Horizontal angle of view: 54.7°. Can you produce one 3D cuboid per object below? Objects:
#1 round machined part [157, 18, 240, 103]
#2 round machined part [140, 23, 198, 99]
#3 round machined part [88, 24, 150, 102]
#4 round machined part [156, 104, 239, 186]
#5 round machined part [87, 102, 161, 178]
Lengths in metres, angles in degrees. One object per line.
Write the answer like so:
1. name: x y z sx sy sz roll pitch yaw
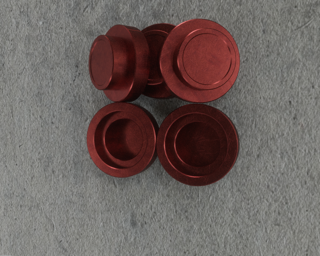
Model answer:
1. round machined part: 0.048 -0.078 0.360 0.099 0.042 0.097 -1 96 -12
2. round machined part: -0.002 -0.087 0.400 0.098 0.042 0.097 0 90 19
3. round machined part: -0.058 -0.082 0.395 0.098 0.042 0.097 7 99 52
4. round machined part: 0.048 0.020 0.383 0.098 0.042 0.097 0 90 19
5. round machined part: -0.045 0.015 0.416 0.098 0.042 0.097 0 90 19
